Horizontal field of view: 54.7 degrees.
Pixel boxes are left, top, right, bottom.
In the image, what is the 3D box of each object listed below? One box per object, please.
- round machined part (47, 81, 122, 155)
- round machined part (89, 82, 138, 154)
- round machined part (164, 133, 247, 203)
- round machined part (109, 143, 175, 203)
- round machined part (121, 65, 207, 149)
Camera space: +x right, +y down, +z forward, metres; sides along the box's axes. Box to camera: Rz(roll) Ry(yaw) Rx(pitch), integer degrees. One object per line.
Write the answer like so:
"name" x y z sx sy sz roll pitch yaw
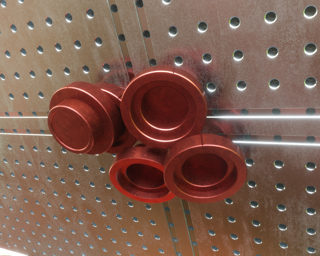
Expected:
"round machined part" -0.102 -0.006 0.393 0.098 0.042 0.097 13 124 20
"round machined part" -0.065 -0.017 0.422 0.098 0.042 0.097 13 124 20
"round machined part" 0.054 0.045 0.383 0.099 0.042 0.097 1 127 1
"round machined part" -0.018 0.059 0.433 0.099 0.042 0.097 7 133 8
"round machined part" 0.006 -0.027 0.367 0.099 0.042 0.097 4 119 7
